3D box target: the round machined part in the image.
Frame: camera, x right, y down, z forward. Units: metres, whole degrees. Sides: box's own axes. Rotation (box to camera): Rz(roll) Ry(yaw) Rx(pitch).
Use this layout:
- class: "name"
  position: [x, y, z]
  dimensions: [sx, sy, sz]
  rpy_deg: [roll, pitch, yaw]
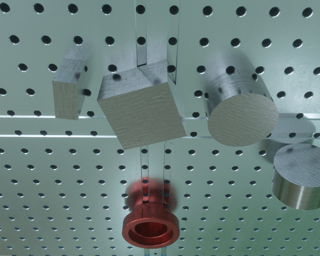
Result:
- class: "round machined part"
  position: [-0.015, 0.168, 0.543]
  dimensions: [0.099, 0.042, 0.097]
  rpy_deg: [0, 130, 0]

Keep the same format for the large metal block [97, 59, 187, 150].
- class: "large metal block"
  position: [-0.018, -0.026, 0.373]
  dimensions: [0.080, 0.050, 0.080]
  rpy_deg: [-14, 129, 11]

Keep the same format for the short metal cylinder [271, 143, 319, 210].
- class: "short metal cylinder"
  position: [0.200, 0.067, 0.434]
  dimensions: [0.080, 0.080, 0.050]
  rpy_deg: [-6, 130, 5]

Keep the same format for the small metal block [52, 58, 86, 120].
- class: "small metal block"
  position: [-0.103, -0.045, 0.356]
  dimensions: [0.025, 0.050, 0.050]
  rpy_deg: [7, 130, -6]

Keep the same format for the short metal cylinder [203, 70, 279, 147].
- class: "short metal cylinder"
  position: [0.096, -0.023, 0.376]
  dimensions: [0.081, 0.050, 0.079]
  rpy_deg: [0, 130, 0]
